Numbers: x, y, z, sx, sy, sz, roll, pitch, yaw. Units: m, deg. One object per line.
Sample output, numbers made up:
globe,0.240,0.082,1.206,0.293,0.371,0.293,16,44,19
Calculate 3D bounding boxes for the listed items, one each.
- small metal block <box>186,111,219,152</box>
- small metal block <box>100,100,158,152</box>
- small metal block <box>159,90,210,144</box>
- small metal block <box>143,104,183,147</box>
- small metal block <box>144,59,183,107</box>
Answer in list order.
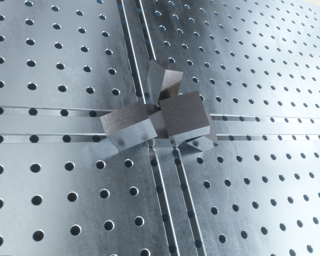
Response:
small metal block,0.053,0.000,0.422,0.050,0.025,0.050,27,45,-52
small metal block,-0.035,-0.001,0.361,0.050,0.050,0.025,-22,64,0
small metal block,0.030,-0.013,0.385,0.050,0.025,0.050,-15,65,1
small metal block,0.001,-0.003,0.410,0.050,0.025,0.050,2,61,-27
small metal block,0.003,-0.060,0.417,0.025,0.050,0.050,3,25,-26
